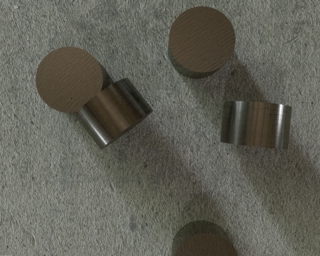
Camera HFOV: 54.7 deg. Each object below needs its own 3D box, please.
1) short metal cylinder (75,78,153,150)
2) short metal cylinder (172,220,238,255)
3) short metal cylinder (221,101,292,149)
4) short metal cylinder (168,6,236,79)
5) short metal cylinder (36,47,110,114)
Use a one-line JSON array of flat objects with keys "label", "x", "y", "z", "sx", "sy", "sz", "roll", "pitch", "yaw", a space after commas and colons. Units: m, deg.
[{"label": "short metal cylinder", "x": -0.055, "y": -0.017, "z": 0.382, "sx": 0.080, "sy": 0.080, "sz": 0.050, "roll": -37, "pitch": 91, "yaw": 0}, {"label": "short metal cylinder", "x": 0.056, "y": 0.166, "z": 0.398, "sx": 0.081, "sy": 0.050, "sz": 0.080, "roll": 0, "pitch": 90, "yaw": 0}, {"label": "short metal cylinder", "x": 0.118, "y": -0.003, "z": 0.383, "sx": 0.080, "sy": 0.080, "sz": 0.050, "roll": 6, "pitch": 90, "yaw": 0}, {"label": "short metal cylinder", "x": 0.051, "y": -0.107, "z": 0.398, "sx": 0.081, "sy": 0.050, "sz": 0.080, "roll": 0, "pitch": 90, "yaw": 0}, {"label": "short metal cylinder", "x": -0.109, "y": -0.058, "z": 0.396, "sx": 0.081, "sy": 0.050, "sz": 0.080, "roll": 0, "pitch": 90, "yaw": 0}]
